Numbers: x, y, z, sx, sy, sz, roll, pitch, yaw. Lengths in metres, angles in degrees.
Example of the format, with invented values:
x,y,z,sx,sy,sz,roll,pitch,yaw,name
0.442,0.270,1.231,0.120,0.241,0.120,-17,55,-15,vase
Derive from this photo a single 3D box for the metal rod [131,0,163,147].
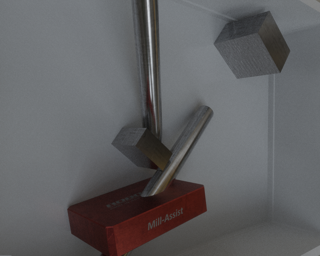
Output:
x,y,z,sx,sy,sz,roll,pitch,yaw,name
-0.013,-0.096,0.309,0.025,0.025,0.298,-37,141,-34,metal rod

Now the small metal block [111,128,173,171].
x,y,z,sx,sy,sz,roll,pitch,yaw,name
-0.022,0.025,0.374,0.050,0.050,0.025,46,62,-31,small metal block

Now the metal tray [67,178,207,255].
x,y,z,sx,sy,sz,roll,pitch,yaw,name
-0.023,0.091,0.346,0.131,0.090,0.030,-13,99,-40,metal tray

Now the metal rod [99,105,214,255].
x,y,z,sx,sy,sz,roll,pitch,yaw,name
-0.001,0.068,0.365,0.025,0.025,0.301,59,45,-24,metal rod

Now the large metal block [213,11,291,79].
x,y,z,sx,sy,sz,roll,pitch,yaw,name
0.148,-0.129,0.497,0.080,0.080,0.050,46,62,-31,large metal block
